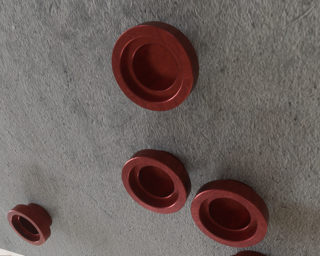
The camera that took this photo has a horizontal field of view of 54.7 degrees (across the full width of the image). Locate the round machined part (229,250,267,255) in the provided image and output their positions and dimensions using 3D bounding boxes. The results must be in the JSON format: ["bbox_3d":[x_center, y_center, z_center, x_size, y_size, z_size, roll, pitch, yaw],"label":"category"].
[{"bbox_3d":[0.138,0.222,0.460,0.098,0.042,0.097,13,124,21],"label":"round machined part"}]

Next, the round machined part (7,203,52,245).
[{"bbox_3d":[-0.273,0.201,0.664,0.098,0.042,0.097,13,124,21],"label":"round machined part"}]

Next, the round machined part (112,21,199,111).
[{"bbox_3d":[-0.002,-0.072,0.353,0.098,0.042,0.097,13,124,21],"label":"round machined part"}]

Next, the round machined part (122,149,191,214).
[{"bbox_3d":[-0.002,0.070,0.440,0.098,0.042,0.097,13,124,21],"label":"round machined part"}]

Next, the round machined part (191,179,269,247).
[{"bbox_3d":[0.094,0.108,0.413,0.098,0.042,0.097,13,124,21],"label":"round machined part"}]
